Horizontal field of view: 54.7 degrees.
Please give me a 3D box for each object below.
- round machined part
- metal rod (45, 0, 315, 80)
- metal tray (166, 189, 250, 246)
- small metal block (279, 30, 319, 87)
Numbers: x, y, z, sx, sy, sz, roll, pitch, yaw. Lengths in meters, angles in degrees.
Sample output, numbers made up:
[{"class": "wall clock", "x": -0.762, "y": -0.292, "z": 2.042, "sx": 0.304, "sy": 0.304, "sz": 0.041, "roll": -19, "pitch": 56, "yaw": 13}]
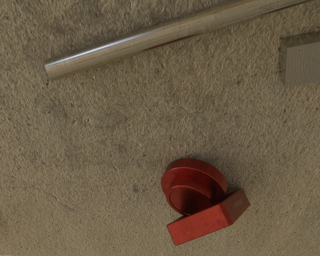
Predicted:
[{"class": "round machined part", "x": 0.047, "y": 0.095, "z": 0.458, "sx": 0.098, "sy": 0.042, "sz": 0.097, "roll": 12, "pitch": 130, "yaw": 15}, {"class": "metal rod", "x": 0.021, "y": -0.102, "z": 0.320, "sx": 0.301, "sy": 0.025, "sz": 0.025, "roll": -14, "pitch": 129, "yaw": 11}, {"class": "metal tray", "x": 0.077, "y": 0.130, "z": 0.464, "sx": 0.090, "sy": 0.030, "sz": 0.131, "roll": -29, "pitch": 166, "yaw": 22}, {"class": "small metal block", "x": 0.162, "y": -0.077, "z": 0.344, "sx": 0.050, "sy": 0.025, "sz": 0.050, "roll": -10, "pitch": 130, "yaw": 7}]
